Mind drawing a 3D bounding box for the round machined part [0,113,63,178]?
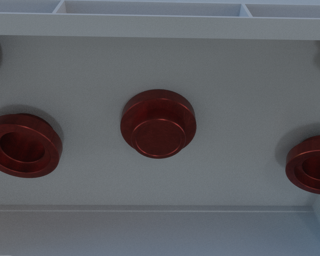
[{"bbox_3d":[-0.179,0.019,0.412,0.099,0.042,0.097,-1,130,0],"label":"round machined part"}]

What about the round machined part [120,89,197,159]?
[{"bbox_3d":[-0.002,0.002,0.400,0.099,0.042,0.097,-1,130,0],"label":"round machined part"}]

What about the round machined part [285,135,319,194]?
[{"bbox_3d":[0.228,0.047,0.429,0.098,0.042,0.097,14,139,12],"label":"round machined part"}]
